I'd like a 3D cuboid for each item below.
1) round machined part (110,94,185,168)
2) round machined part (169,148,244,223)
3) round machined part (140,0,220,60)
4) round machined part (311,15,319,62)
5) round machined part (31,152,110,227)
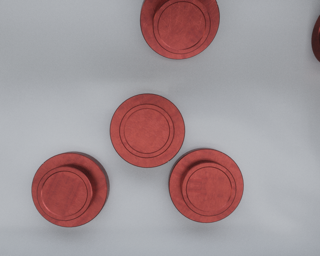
[{"bbox_3d":[-0.016,0.004,0.403,0.099,0.042,0.097,0,90,-1],"label":"round machined part"},{"bbox_3d":[0.061,0.076,0.404,0.099,0.042,0.097,0,90,-1],"label":"round machined part"},{"bbox_3d":[0.025,-0.130,0.380,0.099,0.042,0.097,-2,123,-2],"label":"round machined part"},{"bbox_3d":[0.244,-0.119,0.383,0.042,0.098,0.097,7,90,-25],"label":"round machined part"},{"bbox_3d":[-0.118,0.081,0.401,0.099,0.042,0.097,0,90,-1],"label":"round machined part"}]
